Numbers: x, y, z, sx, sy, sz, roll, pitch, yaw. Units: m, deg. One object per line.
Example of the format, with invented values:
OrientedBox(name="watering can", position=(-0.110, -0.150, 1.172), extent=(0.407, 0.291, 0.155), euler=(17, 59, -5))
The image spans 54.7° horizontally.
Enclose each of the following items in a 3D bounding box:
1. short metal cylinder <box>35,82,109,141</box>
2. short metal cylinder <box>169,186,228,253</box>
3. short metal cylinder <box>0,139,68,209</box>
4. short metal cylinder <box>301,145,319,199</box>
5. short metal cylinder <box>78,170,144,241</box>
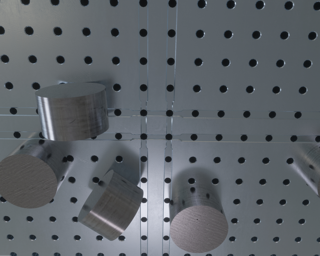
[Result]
OrientedBox(name="short metal cylinder", position=(-0.104, -0.022, 0.375), extent=(0.081, 0.080, 0.050), euler=(-2, 110, 0))
OrientedBox(name="short metal cylinder", position=(0.054, 0.132, 0.449), extent=(0.081, 0.050, 0.079), euler=(0, 110, 0))
OrientedBox(name="short metal cylinder", position=(-0.172, 0.061, 0.421), extent=(0.081, 0.050, 0.079), euler=(0, 110, 0))
OrientedBox(name="short metal cylinder", position=(0.246, 0.065, 0.426), extent=(0.081, 0.050, 0.079), euler=(0, 110, 0))
OrientedBox(name="short metal cylinder", position=(-0.067, 0.104, 0.422), extent=(0.050, 0.080, 0.080), euler=(37, 106, -13))
